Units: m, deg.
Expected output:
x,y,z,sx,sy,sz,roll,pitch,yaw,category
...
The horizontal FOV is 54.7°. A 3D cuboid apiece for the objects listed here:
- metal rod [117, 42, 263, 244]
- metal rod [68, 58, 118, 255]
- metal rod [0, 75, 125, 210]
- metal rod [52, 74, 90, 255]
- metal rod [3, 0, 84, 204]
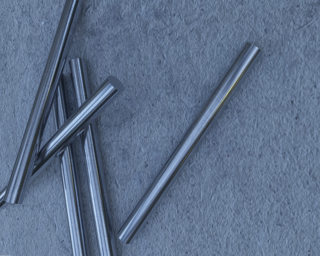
x,y,z,sx,sy,sz,roll,pitch,yaw,category
0.032,0.027,0.397,0.025,0.025,0.299,36,101,16,metal rod
-0.095,0.049,0.442,0.025,0.025,0.298,-11,86,19,metal rod
-0.156,0.033,0.437,0.299,0.025,0.025,-40,77,25,metal rod
-0.133,0.068,0.455,0.025,0.025,0.298,-10,87,20,metal rod
-0.160,-0.045,0.433,0.025,0.025,0.299,12,82,19,metal rod
